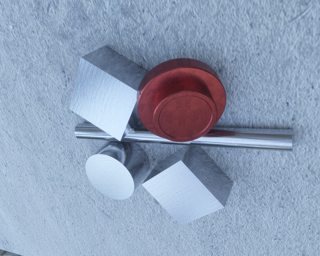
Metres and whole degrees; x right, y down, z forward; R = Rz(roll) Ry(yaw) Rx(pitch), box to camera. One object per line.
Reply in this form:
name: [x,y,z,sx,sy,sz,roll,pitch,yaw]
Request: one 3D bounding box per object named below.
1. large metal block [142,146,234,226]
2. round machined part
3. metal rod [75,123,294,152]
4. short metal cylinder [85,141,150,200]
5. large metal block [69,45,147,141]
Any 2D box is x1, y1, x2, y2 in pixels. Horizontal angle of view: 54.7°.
large metal block: [0.037,0.075,0.418,0.080,0.050,0.080,48,129,-6]
round machined part: [0.024,-0.023,0.339,0.099,0.042,0.097,-4,129,-5]
metal rod: [0.012,0.009,0.408,0.301,0.025,0.025,2,119,27]
short metal cylinder: [-0.062,0.059,0.459,0.080,0.050,0.079,13,124,20]
large metal block: [-0.060,-0.044,0.392,0.080,0.050,0.079,32,128,7]
